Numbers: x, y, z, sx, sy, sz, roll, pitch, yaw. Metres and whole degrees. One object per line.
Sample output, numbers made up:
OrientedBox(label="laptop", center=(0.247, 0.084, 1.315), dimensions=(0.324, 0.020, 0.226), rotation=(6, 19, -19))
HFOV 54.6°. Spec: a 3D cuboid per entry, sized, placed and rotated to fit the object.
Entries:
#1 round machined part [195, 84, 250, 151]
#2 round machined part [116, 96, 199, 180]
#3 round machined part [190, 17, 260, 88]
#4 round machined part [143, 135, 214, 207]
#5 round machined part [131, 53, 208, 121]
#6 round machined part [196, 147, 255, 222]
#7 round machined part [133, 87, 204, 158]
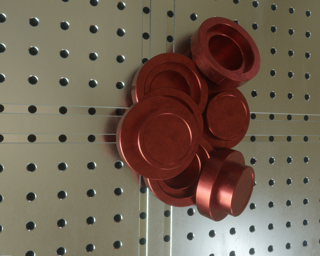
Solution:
OrientedBox(label="round machined part", center=(0.086, -0.016, 0.434), dimensions=(0.099, 0.042, 0.097), rotation=(0, 90, -20))
OrientedBox(label="round machined part", center=(0.002, 0.012, 0.359), dimensions=(0.099, 0.042, 0.097), rotation=(0, 90, -20))
OrientedBox(label="round machined part", center=(0.084, -0.097, 0.422), dimensions=(0.099, 0.042, 0.098), rotation=(10, 65, -23))
OrientedBox(label="round machined part", center=(0.023, 0.051, 0.412), dimensions=(0.099, 0.042, 0.097), rotation=(0, 90, -20))
OrientedBox(label="round machined part", center=(0.010, -0.046, 0.407), dimensions=(0.099, 0.042, 0.097), rotation=(0, 90, -20))
OrientedBox(label="round machined part", center=(0.092, 0.078, 0.411), dimensions=(0.099, 0.042, 0.097), rotation=(-24, 121, -46))
OrientedBox(label="round machined part", center=(0.004, -0.002, 0.404), dimensions=(0.099, 0.042, 0.097), rotation=(0, 90, -20))
